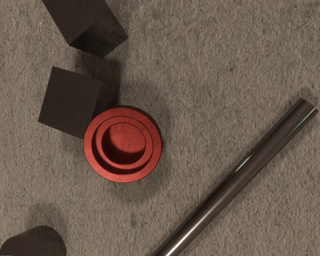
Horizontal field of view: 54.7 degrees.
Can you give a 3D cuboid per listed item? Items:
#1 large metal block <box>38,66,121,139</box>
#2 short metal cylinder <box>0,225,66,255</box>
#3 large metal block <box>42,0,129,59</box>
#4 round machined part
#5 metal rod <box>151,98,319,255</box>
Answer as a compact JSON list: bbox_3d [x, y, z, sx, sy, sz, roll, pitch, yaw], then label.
[{"bbox_3d":[-0.113,-0.034,0.434,0.080,0.050,0.080,19,96,18],"label":"large metal block"},{"bbox_3d":[-0.189,0.192,0.460,0.080,0.050,0.079,0,90,19],"label":"short metal cylinder"},{"bbox_3d":[-0.098,-0.147,0.413,0.050,0.080,0.080,-35,79,16],"label":"large metal block"},{"bbox_3d":[-0.046,0.018,0.404,0.099,0.042,0.097,0,102,2],"label":"round machined part"},{"bbox_3d":[0.075,0.085,0.382,0.025,0.025,0.299,43,103,14],"label":"metal rod"}]
